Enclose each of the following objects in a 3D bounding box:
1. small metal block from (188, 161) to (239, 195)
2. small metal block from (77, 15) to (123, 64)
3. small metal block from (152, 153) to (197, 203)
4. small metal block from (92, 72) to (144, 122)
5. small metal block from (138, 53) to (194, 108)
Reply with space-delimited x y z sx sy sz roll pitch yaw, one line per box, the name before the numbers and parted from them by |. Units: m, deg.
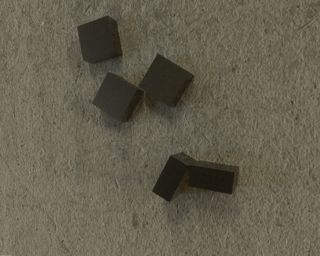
small metal block | 0.066 0.058 0.372 0.050 0.050 0.025 8 93 20
small metal block | -0.085 -0.124 0.439 0.050 0.025 0.050 -12 86 19
small metal block | 0.020 0.060 0.388 0.025 0.050 0.050 29 100 17
small metal block | -0.058 -0.043 0.429 0.050 0.025 0.050 33 100 17
small metal block | 0.008 -0.061 0.406 0.050 0.025 0.050 35 101 16
